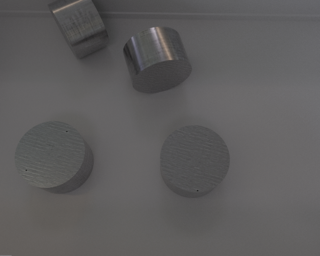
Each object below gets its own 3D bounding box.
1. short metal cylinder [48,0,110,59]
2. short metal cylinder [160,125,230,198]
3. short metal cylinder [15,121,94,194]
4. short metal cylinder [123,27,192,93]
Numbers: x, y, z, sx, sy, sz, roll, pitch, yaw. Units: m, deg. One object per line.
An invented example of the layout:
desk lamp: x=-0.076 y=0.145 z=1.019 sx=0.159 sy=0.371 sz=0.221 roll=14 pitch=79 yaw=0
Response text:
short metal cylinder: x=-0.112 y=-0.143 z=0.432 sx=0.050 sy=0.080 sz=0.080 roll=-29 pitch=73 yaw=-10
short metal cylinder: x=0.041 y=0.042 z=0.381 sx=0.081 sy=0.050 sz=0.080 roll=0 pitch=70 yaw=0
short metal cylinder: x=-0.127 y=0.038 z=0.382 sx=0.081 sy=0.050 sz=0.080 roll=0 pitch=70 yaw=0
short metal cylinder: x=-0.004 y=-0.088 z=0.412 sx=0.081 sy=0.080 sz=0.050 roll=-15 pitch=71 yaw=-6
